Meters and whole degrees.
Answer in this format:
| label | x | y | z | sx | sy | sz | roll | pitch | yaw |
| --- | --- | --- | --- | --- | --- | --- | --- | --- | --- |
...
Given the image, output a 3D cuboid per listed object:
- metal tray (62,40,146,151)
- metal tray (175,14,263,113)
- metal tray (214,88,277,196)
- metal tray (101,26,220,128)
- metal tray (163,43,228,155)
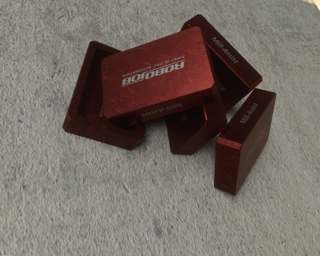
| label | x | y | z | sx | sy | sz | roll | pitch | yaw |
| --- | --- | --- | --- | --- | --- | --- | --- | --- | --- |
| metal tray | -0.062 | -0.044 | 0.397 | 0.091 | 0.030 | 0.130 | 18 | 54 | -18 |
| metal tray | 0.076 | -0.091 | 0.459 | 0.030 | 0.090 | 0.130 | -41 | 85 | -25 |
| metal tray | 0.116 | 0.016 | 0.418 | 0.030 | 0.089 | 0.131 | 20 | 45 | 28 |
| metal tray | -0.004 | -0.059 | 0.368 | 0.130 | 0.030 | 0.090 | -15 | 62 | 13 |
| metal tray | 0.038 | -0.040 | 0.411 | 0.030 | 0.090 | 0.130 | 6 | 60 | -26 |
